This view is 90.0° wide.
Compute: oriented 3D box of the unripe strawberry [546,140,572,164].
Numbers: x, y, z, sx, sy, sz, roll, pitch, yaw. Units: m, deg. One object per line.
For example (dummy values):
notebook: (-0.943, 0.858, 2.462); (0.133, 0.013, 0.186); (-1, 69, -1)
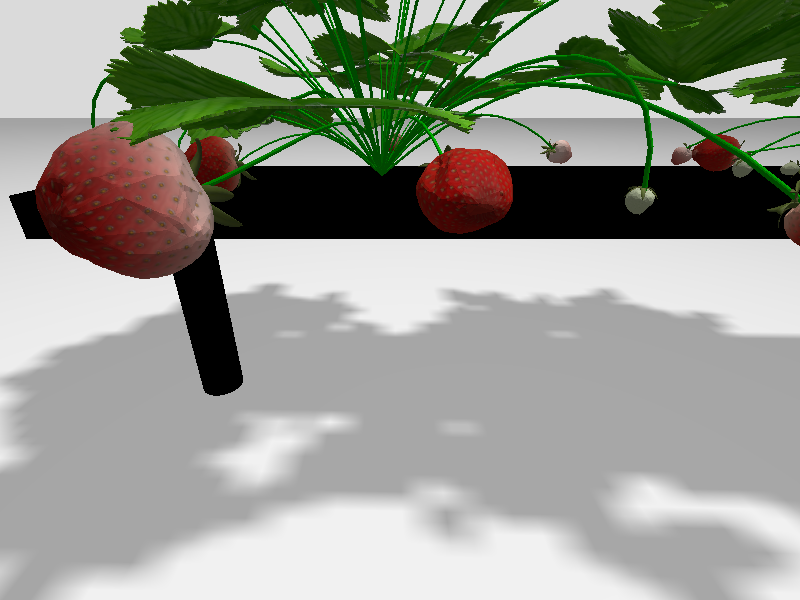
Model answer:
unripe strawberry: (0.159, -0.146, 0.396); (0.025, 0.022, 0.025); (7, 21, -27)

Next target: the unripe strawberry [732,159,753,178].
unripe strawberry: (0.278, -0.107, 0.325); (0.014, 0.014, 0.013); (6, 25, -7)

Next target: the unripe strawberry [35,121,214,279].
unripe strawberry: (-0.086, -0.030, 0.126); (0.042, 0.048, 0.046); (8, 27, 16)

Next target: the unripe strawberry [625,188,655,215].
unripe strawberry: (0.107, -0.044, 0.179); (0.011, 0.011, 0.011); (-17, 31, -32)

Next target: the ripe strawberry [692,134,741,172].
ripe strawberry: (0.273, -0.128, 0.349); (0.031, 0.030, 0.034); (2, 26, 6)

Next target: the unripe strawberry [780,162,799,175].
unripe strawberry: (0.325, -0.110, 0.334); (0.012, 0.010, 0.012); (-1, 26, -1)

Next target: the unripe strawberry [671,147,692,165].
unripe strawberry: (0.274, -0.140, 0.392); (0.017, 0.017, 0.019); (39, 33, 2)

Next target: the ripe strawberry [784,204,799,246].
ripe strawberry: (0.175, -0.033, 0.159); (0.027, 0.029, 0.029); (-23, 48, -39)

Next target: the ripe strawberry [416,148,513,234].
ripe strawberry: (0.028, -0.044, 0.168); (0.041, 0.036, 0.037); (-6, 32, -12)

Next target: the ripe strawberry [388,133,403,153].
ripe strawberry: (-0.008, -0.192, 0.493); (0.025, 0.021, 0.025); (1, -23, 2)

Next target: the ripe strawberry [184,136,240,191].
ripe strawberry: (-0.122, -0.086, 0.257); (0.033, 0.035, 0.031); (-20, 32, -32)
